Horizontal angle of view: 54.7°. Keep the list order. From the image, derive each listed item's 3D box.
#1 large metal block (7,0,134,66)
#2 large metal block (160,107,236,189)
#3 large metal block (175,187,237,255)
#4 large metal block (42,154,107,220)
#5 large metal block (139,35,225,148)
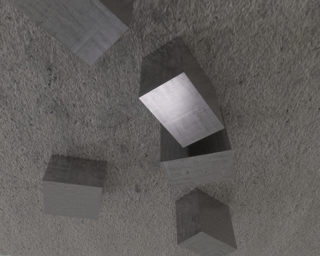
[{"bbox_3d":[-0.071,-0.115,0.272,0.050,0.080,0.080,-37,121,27],"label":"large metal block"},{"bbox_3d":[0.046,0.024,0.392,0.080,0.080,0.050,-11,129,9],"label":"large metal block"},{"bbox_3d":[0.073,0.157,0.505,0.080,0.080,0.050,34,122,-25],"label":"large metal block"},{"bbox_3d":[-0.127,0.090,0.466,0.081,0.050,0.079,9,130,-8],"label":"large metal block"},{"bbox_3d":[0.023,-0.040,0.337,0.050,0.080,0.080,-28,125,21],"label":"large metal block"}]
